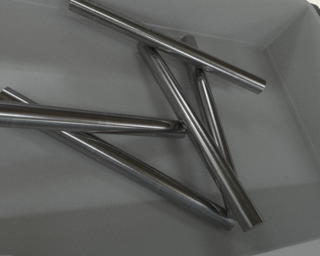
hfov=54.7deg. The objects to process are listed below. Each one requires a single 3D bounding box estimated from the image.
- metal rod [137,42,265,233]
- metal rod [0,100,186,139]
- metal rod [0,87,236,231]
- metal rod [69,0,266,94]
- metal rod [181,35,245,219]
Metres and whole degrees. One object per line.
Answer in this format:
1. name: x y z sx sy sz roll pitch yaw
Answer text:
1. metal rod: 0.038 -0.011 0.398 0.025 0.025 0.299 -8 55 -32
2. metal rod: -0.090 -0.008 0.328 0.302 0.025 0.025 5 59 -38
3. metal rod: -0.042 0.041 0.358 0.301 0.025 0.025 30 52 -9
4. metal rod: 0.019 -0.117 0.449 0.302 0.025 0.025 21 54 -12
5. metal rod: 0.069 -0.023 0.439 0.025 0.025 0.299 7 53 -25
